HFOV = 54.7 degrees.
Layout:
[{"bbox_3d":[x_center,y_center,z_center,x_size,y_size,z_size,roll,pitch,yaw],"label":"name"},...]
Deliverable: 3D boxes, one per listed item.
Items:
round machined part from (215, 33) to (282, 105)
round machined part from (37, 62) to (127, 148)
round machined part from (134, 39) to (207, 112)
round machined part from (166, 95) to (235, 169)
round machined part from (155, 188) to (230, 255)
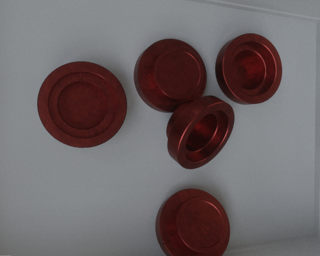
[{"bbox_3d":[0.122,-0.082,0.446,0.099,0.042,0.097,0,90,-20],"label":"round machined part"},{"bbox_3d":[-0.092,-0.026,0.367,0.099,0.042,0.097,0,90,-20],"label":"round machined part"},{"bbox_3d":[0.018,-0.069,0.408,0.099,0.042,0.097,0,90,-20],"label":"round machined part"},{"bbox_3d":[0.047,0.002,0.402,0.099,0.042,0.097,-25,134,-29],"label":"round machined part"},{"bbox_3d":[0.047,0.126,0.400,0.099,0.042,0.098,8,63,-15],"label":"round machined part"}]
